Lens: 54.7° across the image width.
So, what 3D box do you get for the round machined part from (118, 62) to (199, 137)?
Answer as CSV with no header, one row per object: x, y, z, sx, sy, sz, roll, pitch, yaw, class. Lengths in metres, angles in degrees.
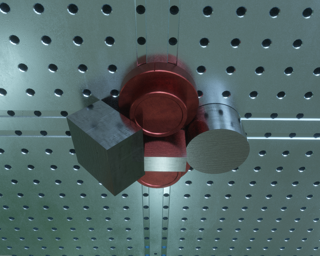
-0.002,-0.027,0.377,0.099,0.042,0.097,0,130,0,round machined part

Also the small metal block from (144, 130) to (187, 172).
0.006,0.027,0.390,0.050,0.050,0.025,1,130,-1,small metal block

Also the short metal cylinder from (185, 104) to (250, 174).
0.072,0.015,0.407,0.081,0.050,0.079,0,130,0,short metal cylinder

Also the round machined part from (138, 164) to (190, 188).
-0.003,0.049,0.442,0.099,0.042,0.097,0,130,0,round machined part

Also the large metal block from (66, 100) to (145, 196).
-0.066,0.024,0.387,0.050,0.080,0.079,-33,140,-32,large metal block
